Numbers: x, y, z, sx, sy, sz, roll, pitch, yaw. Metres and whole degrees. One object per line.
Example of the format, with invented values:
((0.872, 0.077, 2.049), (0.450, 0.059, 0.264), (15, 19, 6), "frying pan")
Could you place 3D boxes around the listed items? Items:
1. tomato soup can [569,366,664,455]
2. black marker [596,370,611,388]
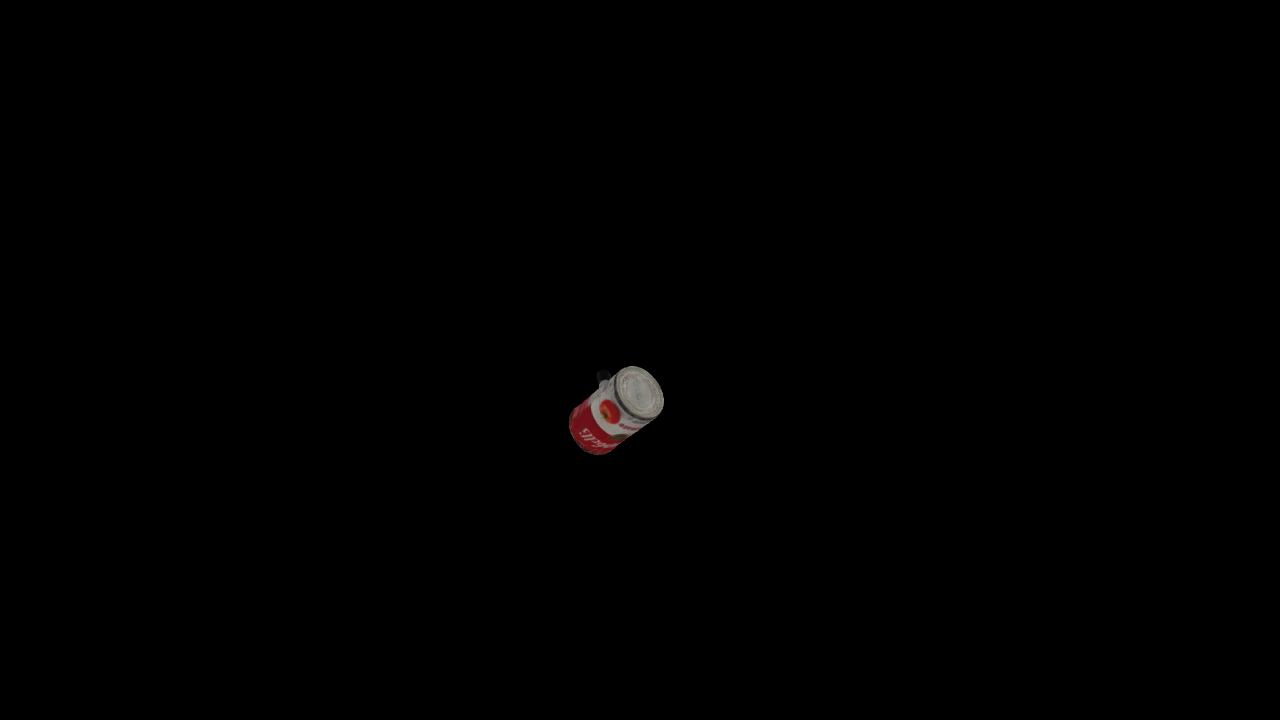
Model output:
((-0.027, 0.058, 0.704), (0.068, 0.068, 0.101), (0, -29, -42), "tomato soup can")
((-0.038, 0.046, 0.734), (0.020, 0.020, 0.121), (0, 28, -10), "black marker")
